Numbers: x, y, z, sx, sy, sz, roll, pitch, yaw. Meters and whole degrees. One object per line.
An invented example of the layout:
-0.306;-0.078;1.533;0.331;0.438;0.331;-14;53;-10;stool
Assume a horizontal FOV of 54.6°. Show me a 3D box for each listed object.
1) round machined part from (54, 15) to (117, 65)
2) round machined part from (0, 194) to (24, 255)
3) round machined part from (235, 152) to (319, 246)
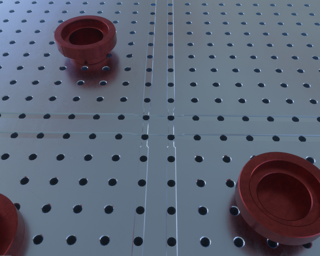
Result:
-0.121;-0.143;0.516;0.099;0.042;0.098;0;50;0;round machined part
-0.193;0.105;0.308;0.099;0.042;0.098;0;50;0;round machined part
0.130;0.077;0.333;0.099;0.042;0.098;0;50;0;round machined part
